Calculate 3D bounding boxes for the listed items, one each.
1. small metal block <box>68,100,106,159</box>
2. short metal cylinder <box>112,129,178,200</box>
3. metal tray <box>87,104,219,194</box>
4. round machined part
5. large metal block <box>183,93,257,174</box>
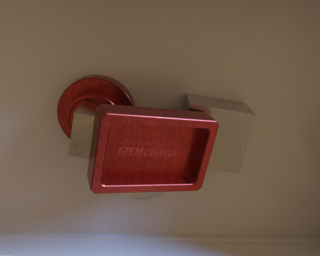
[{"bbox_3d":[-0.082,0.001,0.350,0.025,0.050,0.050,12,110,-5],"label":"small metal block"},{"bbox_3d":[-0.021,0.046,0.400,0.081,0.050,0.079,-7,124,-10],"label":"short metal cylinder"},{"bbox_3d":[-0.008,0.025,0.341,0.131,0.030,0.089,3,112,-22],"label":"metal tray"},{"bbox_3d":[-0.081,-0.015,0.394,0.099,0.042,0.097,0,110,-1],"label":"round machined part"},{"bbox_3d":[0.067,0.006,0.398,0.081,0.050,0.079,9,110,-4],"label":"large metal block"}]
